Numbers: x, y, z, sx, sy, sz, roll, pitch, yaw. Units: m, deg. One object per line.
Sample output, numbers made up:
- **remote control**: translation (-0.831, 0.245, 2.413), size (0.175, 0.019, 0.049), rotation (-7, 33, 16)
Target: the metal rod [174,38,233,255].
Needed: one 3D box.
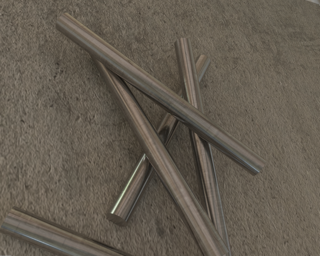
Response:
- **metal rod**: translation (0.052, 0.016, 0.398), size (0.025, 0.025, 0.299), rotation (3, 67, -27)

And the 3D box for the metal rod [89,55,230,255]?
- **metal rod**: translation (-0.015, 0.009, 0.360), size (0.025, 0.025, 0.299), rotation (-14, 60, -34)

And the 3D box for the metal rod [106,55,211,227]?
- **metal rod**: translation (0.013, -0.007, 0.414), size (0.025, 0.025, 0.301), rotation (34, 51, -6)

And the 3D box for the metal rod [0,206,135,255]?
- **metal rod**: translation (-0.007, 0.149, 0.308), size (0.301, 0.025, 0.025), rotation (27, 52, -11)

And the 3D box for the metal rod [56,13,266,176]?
- **metal rod**: translation (0.000, -0.042, 0.379), size (0.300, 0.025, 0.025), rotation (37, 51, 2)
